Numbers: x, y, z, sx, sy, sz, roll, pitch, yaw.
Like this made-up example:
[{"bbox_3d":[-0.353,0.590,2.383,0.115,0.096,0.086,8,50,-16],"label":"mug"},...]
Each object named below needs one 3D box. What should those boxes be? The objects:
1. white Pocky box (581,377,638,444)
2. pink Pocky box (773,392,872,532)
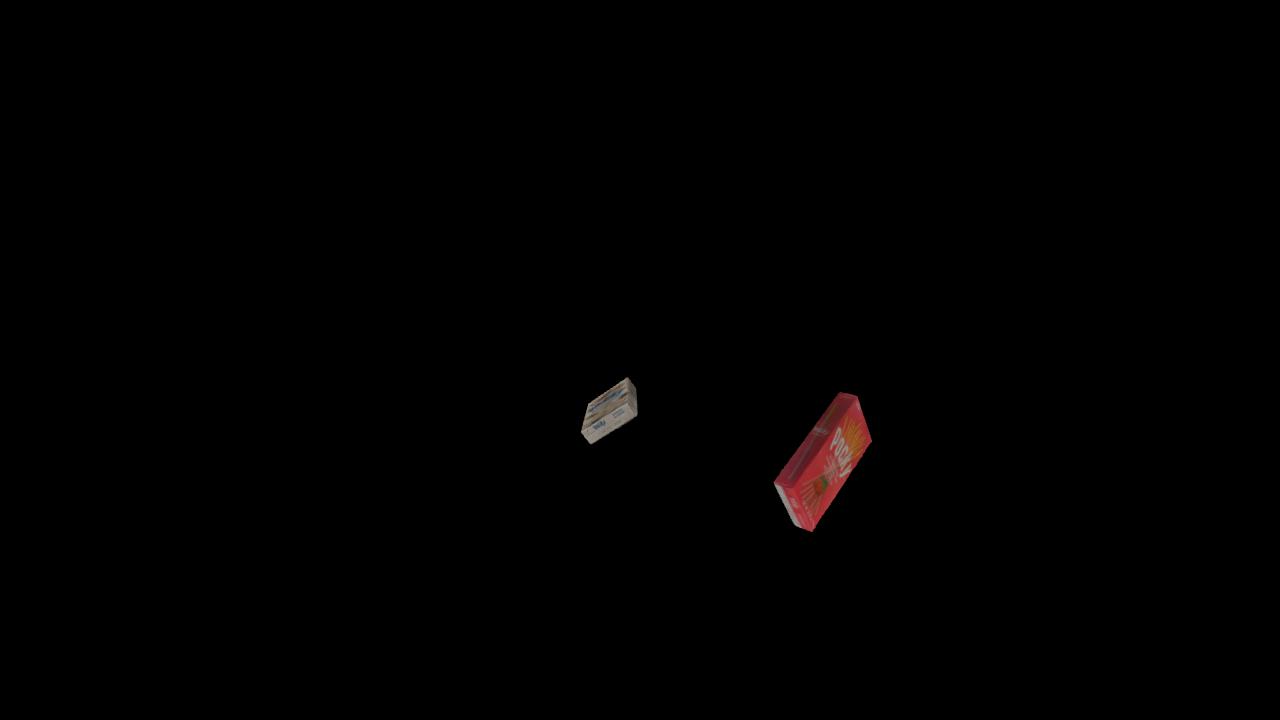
[{"bbox_3d":[-0.045,0.076,0.945,0.084,0.028,0.154,-33,10,6],"label":"white Pocky box"},{"bbox_3d":[0.224,0.120,0.740,0.029,0.084,0.155,14,52,47],"label":"pink Pocky box"}]
